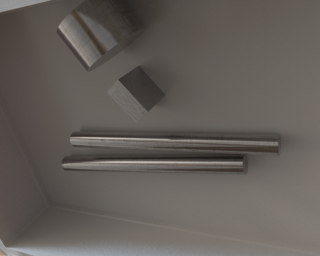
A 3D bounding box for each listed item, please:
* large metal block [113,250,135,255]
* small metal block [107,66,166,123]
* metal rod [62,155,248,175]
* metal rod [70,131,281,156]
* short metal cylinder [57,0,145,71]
[{"bbox_3d":[-0.069,0.298,0.595,0.050,0.080,0.080,-25,105,36],"label":"large metal block"},{"bbox_3d":[-0.028,-0.042,0.380,0.050,0.050,0.025,47,129,-5],"label":"small metal block"},{"bbox_3d":[-0.026,0.053,0.453,0.300,0.025,0.025,-3,117,29],"label":"metal rod"},{"bbox_3d":[0.001,0.018,0.417,0.300,0.025,0.025,0,119,27],"label":"metal rod"},{"bbox_3d":[-0.063,-0.106,0.340,0.080,0.080,0.050,-29,102,37],"label":"short metal cylinder"}]
